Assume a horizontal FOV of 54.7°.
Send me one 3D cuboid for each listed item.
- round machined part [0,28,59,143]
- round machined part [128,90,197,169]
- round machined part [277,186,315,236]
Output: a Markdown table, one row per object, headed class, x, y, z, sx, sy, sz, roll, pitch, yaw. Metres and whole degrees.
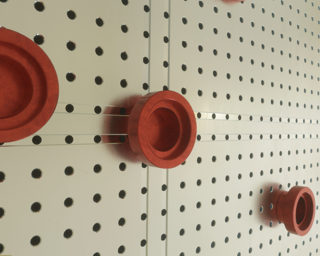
| class | x | y | z | sx | sy | sz | roll | pitch | yaw |
| --- | --- | --- | --- | --- | --- | --- | --- | --- | --- |
| round machined part | -0.146 | -0.036 | 0.276 | 0.099 | 0.042 | 0.097 | 0 | 90 | -40 |
| round machined part | -0.002 | 0.002 | 0.399 | 0.099 | 0.042 | 0.097 | 0 | 90 | -40 |
| round machined part | 0.276 | 0.167 | 0.634 | 0.099 | 0.042 | 0.097 | 0 | 90 | -40 |
